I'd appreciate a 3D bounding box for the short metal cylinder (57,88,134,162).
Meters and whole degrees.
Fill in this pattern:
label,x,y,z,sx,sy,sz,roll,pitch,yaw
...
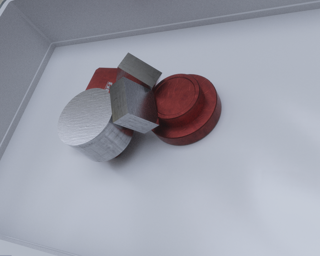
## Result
label,x,y,z,sx,sy,sz,roll,pitch,yaw
short metal cylinder,-0.080,-0.003,0.392,0.080,0.050,0.080,-13,56,20

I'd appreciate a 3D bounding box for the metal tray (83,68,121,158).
label,x,y,z,sx,sy,sz,roll,pitch,yaw
metal tray,-0.077,-0.027,0.453,0.090,0.030,0.130,8,66,31

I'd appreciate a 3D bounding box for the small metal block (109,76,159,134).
label,x,y,z,sx,sy,sz,roll,pitch,yaw
small metal block,-0.031,-0.026,0.368,0.025,0.050,0.050,-30,56,33

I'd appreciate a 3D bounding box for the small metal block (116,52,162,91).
label,x,y,z,sx,sy,sz,roll,pitch,yaw
small metal block,-0.029,-0.065,0.409,0.050,0.050,0.025,31,70,0

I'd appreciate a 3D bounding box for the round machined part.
label,x,y,z,sx,sy,sz,roll,pitch,yaw
round machined part,0.025,-0.031,0.397,0.098,0.042,0.098,-13,56,20
